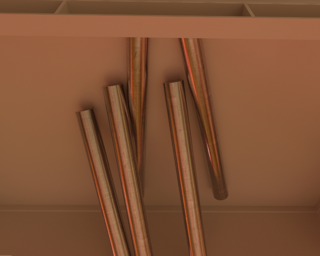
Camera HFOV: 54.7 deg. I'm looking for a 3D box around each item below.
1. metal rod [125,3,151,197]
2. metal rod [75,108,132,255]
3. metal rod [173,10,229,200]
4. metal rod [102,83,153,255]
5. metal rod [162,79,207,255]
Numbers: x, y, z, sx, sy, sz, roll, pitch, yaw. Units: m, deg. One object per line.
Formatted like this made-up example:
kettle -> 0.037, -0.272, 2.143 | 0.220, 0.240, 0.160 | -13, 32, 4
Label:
metal rod -> -0.030, -0.006, 0.403 | 0.025, 0.025, 0.298 | 2, 130, -2
metal rod -> -0.064, 0.120, 0.419 | 0.025, 0.025, 0.298 | -11, 101, 8
metal rod -> 0.062, -0.004, 0.406 | 0.025, 0.025, 0.299 | -11, 130, 9
metal rod -> -0.035, 0.091, 0.405 | 0.025, 0.025, 0.298 | -7, 105, 6
metal rod -> 0.038, 0.087, 0.404 | 0.025, 0.025, 0.298 | -8, 105, 6
